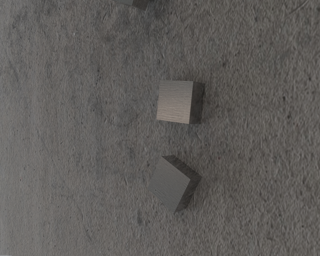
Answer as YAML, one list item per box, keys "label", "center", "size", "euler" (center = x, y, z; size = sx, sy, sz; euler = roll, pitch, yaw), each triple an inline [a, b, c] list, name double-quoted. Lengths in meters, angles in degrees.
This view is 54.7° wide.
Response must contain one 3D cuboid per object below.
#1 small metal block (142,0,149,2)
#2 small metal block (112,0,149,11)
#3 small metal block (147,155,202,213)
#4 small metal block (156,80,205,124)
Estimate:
- label: "small metal block"
  center: [-0.021, -0.211, 0.422]
  size: [0.050, 0.025, 0.050]
  euler: [-41, 65, 32]
- label: "small metal block"
  center: [-0.037, -0.186, 0.403]
  size: [0.050, 0.025, 0.050]
  euler: [31, 109, 35]
- label: "small metal block"
  center: [0.017, 0.069, 0.391]
  size: [0.050, 0.025, 0.050]
  euler: [36, 112, 34]
- label: "small metal block"
  center: [0.025, -0.032, 0.384]
  size: [0.050, 0.025, 0.050]
  euler: [9, 96, 39]
